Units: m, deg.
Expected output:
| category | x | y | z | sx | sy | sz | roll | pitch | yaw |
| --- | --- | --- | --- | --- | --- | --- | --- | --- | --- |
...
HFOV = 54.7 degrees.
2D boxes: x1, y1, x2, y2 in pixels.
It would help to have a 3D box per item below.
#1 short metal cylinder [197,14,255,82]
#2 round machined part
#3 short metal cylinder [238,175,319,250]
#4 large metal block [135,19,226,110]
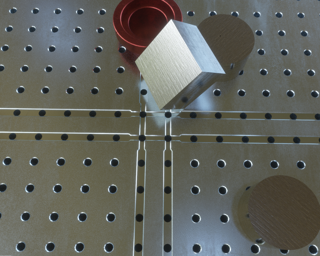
| category | x | y | z | sx | sy | sz | roll | pitch | yaw |
| --- | --- | --- | --- | --- | --- | --- | --- | --- | --- |
| short metal cylinder | 0.087 | -0.113 | 0.441 | 0.081 | 0.050 | 0.080 | 0 | 70 | 0 |
| round machined part | -0.018 | -0.149 | 0.457 | 0.099 | 0.042 | 0.098 | 0 | 70 | -1 |
| short metal cylinder | 0.137 | 0.100 | 0.364 | 0.081 | 0.050 | 0.080 | 0 | 70 | 0 |
| large metal block | 0.024 | -0.079 | 0.405 | 0.050 | 0.080 | 0.080 | -7 | 64 | -47 |
